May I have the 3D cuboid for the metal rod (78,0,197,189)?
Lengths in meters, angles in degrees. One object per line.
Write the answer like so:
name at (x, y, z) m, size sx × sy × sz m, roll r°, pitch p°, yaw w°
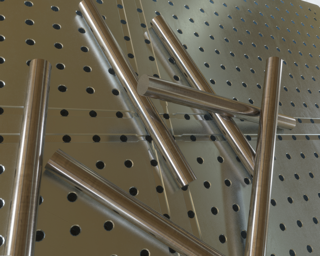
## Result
metal rod at (-0.037, -0.056, 0.422) m, size 0.025 × 0.025 × 0.299 m, roll -19°, pitch 72°, yaw -35°

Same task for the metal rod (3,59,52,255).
metal rod at (-0.130, 0.055, 0.304) m, size 0.025 × 0.025 × 0.299 m, roll 8°, pitch 58°, yaw -24°

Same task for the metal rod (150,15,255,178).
metal rod at (0.070, -0.053, 0.477) m, size 0.025 × 0.025 × 0.299 m, roll -21°, pitch 73°, yaw -36°

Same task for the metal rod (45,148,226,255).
metal rod at (0.010, 0.116, 0.342) m, size 0.301 × 0.025 × 0.025 m, roll 34°, pitch 51°, yaw -6°

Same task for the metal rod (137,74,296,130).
metal rod at (0.101, -0.029, 0.444) m, size 0.302 × 0.025 × 0.025 m, roll 10°, pitch 57°, yaw -36°

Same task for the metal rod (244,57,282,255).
metal rod at (0.147, 0.028, 0.431) m, size 0.025 × 0.025 × 0.300 m, roll 21°, pitch 65°, yaw -16°
